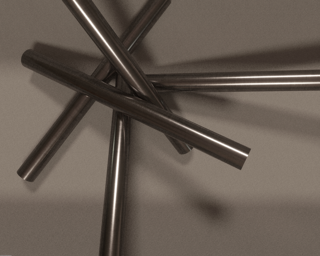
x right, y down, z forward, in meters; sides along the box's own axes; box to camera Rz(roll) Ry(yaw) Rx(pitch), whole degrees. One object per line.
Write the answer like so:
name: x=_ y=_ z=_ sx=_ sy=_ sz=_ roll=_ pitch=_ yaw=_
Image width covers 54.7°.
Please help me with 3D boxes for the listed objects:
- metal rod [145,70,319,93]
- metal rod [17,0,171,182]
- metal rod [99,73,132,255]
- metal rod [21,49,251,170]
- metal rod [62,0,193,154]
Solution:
metal rod: x=0.122 y=-0.057 z=0.381 sx=0.301 sy=0.025 sz=0.025 roll=1 pitch=90 yaw=12
metal rod: x=-0.086 y=-0.055 z=0.410 sx=0.025 sy=0.025 sz=0.300 roll=38 pitch=90 yaw=-1
metal rod: x=-0.048 y=0.064 z=0.347 sx=0.025 sy=0.025 sz=0.299 roll=1 pitch=64 yaw=0
metal rod: x=-0.041 y=-0.029 z=0.363 sx=0.301 sy=0.025 sz=0.025 roll=25 pitch=90 yaw=16
metal rod: x=-0.047 y=-0.081 z=0.350 sx=0.025 sy=0.025 sz=0.300 roll=-37 pitch=115 yaw=0
